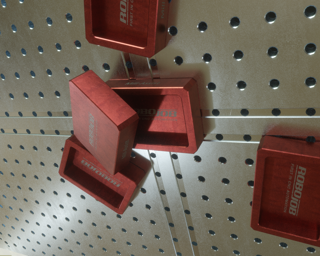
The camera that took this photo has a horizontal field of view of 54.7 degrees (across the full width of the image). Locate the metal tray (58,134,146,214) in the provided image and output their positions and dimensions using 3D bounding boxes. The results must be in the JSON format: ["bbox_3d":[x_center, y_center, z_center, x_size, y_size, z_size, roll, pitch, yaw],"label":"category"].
[{"bbox_3d":[-0.097,0.073,0.502,0.130,0.030,0.089,31,128,7],"label":"metal tray"}]

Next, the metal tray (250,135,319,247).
[{"bbox_3d":[0.160,0.077,0.370,0.090,0.030,0.129,9,122,23],"label":"metal tray"}]

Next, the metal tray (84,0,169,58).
[{"bbox_3d":[-0.037,-0.150,0.333,0.090,0.030,0.129,17,125,17],"label":"metal tray"}]

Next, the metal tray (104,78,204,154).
[{"bbox_3d":[-0.014,-0.016,0.403,0.130,0.030,0.089,3,120,26],"label":"metal tray"}]

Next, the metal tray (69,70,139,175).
[{"bbox_3d":[-0.076,-0.002,0.406,0.090,0.030,0.129,43,149,16],"label":"metal tray"}]
